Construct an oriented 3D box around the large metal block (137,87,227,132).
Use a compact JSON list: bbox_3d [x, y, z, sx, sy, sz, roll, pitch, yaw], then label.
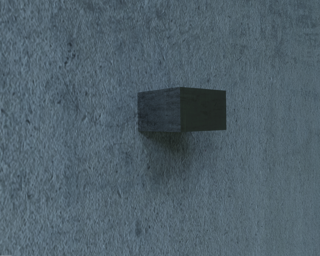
[{"bbox_3d":[0.027,-0.022,0.395,0.081,0.080,0.050,-2,92,-40],"label":"large metal block"}]
